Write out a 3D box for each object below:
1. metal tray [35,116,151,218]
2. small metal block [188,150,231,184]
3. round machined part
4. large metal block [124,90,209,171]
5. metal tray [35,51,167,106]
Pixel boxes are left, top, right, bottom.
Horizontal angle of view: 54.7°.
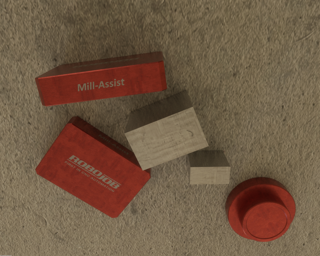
[{"bbox_3d":[-0.089,0.056,0.427,0.130,0.030,0.090,35,106,-13],"label":"metal tray"},{"bbox_3d":[0.063,0.052,0.417,0.050,0.050,0.025,-1,110,0],"label":"small metal block"},{"bbox_3d":[0.148,0.124,0.449,0.099,0.042,0.097,0,110,-1],"label":"round machined part"},{"bbox_3d":[0.007,-0.001,0.380,0.080,0.080,0.050,-21,109,7],"label":"large metal block"},{"bbox_3d":[-0.060,-0.059,0.352,0.131,0.090,0.030,-7,110,2],"label":"metal tray"}]
